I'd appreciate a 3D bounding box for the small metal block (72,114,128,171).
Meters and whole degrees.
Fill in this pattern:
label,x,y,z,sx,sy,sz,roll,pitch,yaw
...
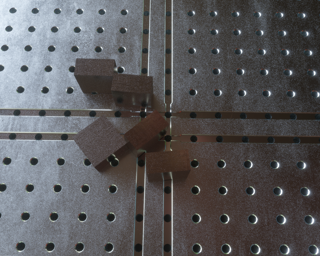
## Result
label,x,y,z,sx,sy,sz,roll,pitch,yaw
small metal block,-0.077,0.019,0.404,0.050,0.025,0.050,-37,74,-13

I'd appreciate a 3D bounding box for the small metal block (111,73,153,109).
label,x,y,z,sx,sy,sz,roll,pitch,yaw
small metal block,-0.036,-0.048,0.416,0.050,0.050,0.025,5,70,1

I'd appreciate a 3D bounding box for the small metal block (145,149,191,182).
label,x,y,z,sx,sy,sz,roll,pitch,yaw
small metal block,0.009,0.047,0.381,0.050,0.050,0.025,-5,70,-2

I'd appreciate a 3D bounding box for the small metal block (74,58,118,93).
label,x,y,z,sx,sy,sz,roll,pitch,yaw
small metal block,-0.084,-0.070,0.423,0.050,0.050,0.025,2,70,0

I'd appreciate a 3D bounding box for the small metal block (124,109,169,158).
label,x,y,z,sx,sy,sz,roll,pitch,yaw
small metal block,-0.018,0.008,0.394,0.050,0.050,0.025,-39,80,-13
